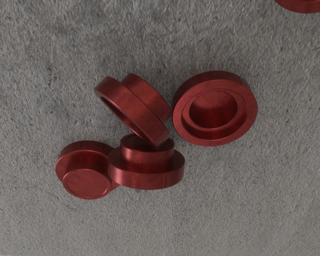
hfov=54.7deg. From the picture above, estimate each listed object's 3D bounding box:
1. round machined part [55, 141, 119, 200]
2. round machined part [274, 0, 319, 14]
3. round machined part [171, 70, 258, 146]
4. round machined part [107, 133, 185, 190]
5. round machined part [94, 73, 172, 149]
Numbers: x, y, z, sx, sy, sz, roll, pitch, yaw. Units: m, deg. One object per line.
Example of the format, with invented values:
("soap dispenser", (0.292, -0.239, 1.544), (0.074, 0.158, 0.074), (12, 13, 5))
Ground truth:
("round machined part", (-0.103, 0.068, 0.453), (0.099, 0.042, 0.097), (0, 130, 0))
("round machined part", (0.133, -0.154, 0.266), (0.099, 0.042, 0.097), (0, 130, 0))
("round machined part", (0.063, -0.027, 0.373), (0.099, 0.042, 0.097), (-1, 130, -1))
("round machined part", (-0.017, 0.036, 0.395), (0.099, 0.098, 0.042), (3, 108, -3))
("round machined part", (-0.025, -0.024, 0.351), (0.042, 0.098, 0.098), (-47, 123, -9))
